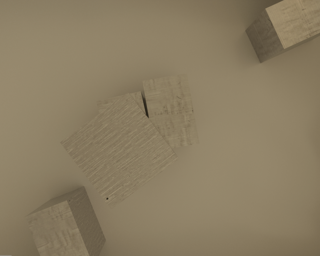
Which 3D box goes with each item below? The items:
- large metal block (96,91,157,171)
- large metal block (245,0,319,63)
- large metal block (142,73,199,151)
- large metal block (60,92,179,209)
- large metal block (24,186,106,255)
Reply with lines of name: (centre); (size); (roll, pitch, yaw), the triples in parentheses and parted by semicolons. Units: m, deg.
large metal block: (-0.037, 0.003, 0.383); (0.050, 0.080, 0.080); (-13, 90, 0)
large metal block: (0.165, -0.128, 0.386); (0.080, 0.080, 0.050); (-25, 90, 0)
large metal block: (0.012, -0.018, 0.384); (0.050, 0.080, 0.080); (-10, 90, 0)
large metal block: (-0.038, 0.021, 0.318); (0.080, 0.050, 0.080); (-37, 91, 0)
large metal block: (-0.112, 0.126, 0.383); (0.050, 0.080, 0.080); (-22, 90, 0)
